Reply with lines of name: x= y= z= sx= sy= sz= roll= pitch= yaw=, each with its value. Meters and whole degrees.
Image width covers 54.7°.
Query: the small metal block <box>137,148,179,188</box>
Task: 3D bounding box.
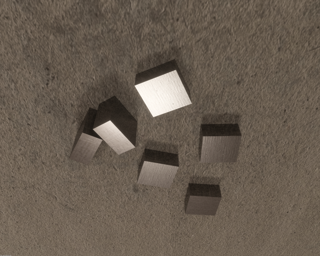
small metal block: x=-0.004 y=0.061 z=0.459 sx=0.050 sy=0.025 sz=0.050 roll=11 pitch=129 yaw=-10

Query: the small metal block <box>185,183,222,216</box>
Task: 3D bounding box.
small metal block: x=0.069 y=0.118 z=0.509 sx=0.050 sy=0.025 sz=0.050 roll=4 pitch=130 yaw=-4

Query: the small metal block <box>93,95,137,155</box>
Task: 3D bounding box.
small metal block: x=-0.054 y=-0.004 z=0.387 sx=0.025 sy=0.050 sz=0.050 roll=-25 pitch=126 yaw=20

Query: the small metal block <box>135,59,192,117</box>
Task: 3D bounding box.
small metal block: x=0.005 y=-0.046 z=0.368 sx=0.050 sy=0.025 sz=0.050 roll=-19 pitch=128 yaw=15

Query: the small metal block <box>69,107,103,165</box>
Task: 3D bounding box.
small metal block: x=-0.092 y=0.010 z=0.398 sx=0.025 sy=0.050 sz=0.050 roll=22 pitch=126 yaw=-18

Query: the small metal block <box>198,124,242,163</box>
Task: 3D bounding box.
small metal block: x=0.081 y=0.021 z=0.427 sx=0.050 sy=0.025 sz=0.050 roll=-1 pitch=130 yaw=0
